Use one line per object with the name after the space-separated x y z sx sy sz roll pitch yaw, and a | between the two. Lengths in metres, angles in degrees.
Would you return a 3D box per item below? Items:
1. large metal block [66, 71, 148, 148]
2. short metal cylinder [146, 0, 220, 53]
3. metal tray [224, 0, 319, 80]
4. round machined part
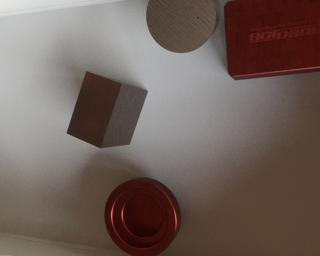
-0.065 -0.022 0.403 0.050 0.080 0.080 22 97 18 | large metal block
0.030 -0.135 0.371 0.080 0.050 0.079 7 116 14 | short metal cylinder
0.144 -0.108 0.357 0.130 0.030 0.089 -4 89 19 | metal tray
-0.019 0.114 0.407 0.098 0.042 0.097 0 90 19 | round machined part
